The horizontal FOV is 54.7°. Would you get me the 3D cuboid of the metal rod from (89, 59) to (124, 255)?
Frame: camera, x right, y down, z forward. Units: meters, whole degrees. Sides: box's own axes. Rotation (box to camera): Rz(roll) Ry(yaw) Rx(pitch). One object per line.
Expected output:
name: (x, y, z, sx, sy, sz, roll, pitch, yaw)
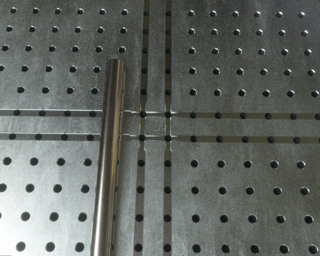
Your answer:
metal rod: (-0.067, 0.048, 0.393, 0.025, 0.025, 0.299, 1, 70, 0)
